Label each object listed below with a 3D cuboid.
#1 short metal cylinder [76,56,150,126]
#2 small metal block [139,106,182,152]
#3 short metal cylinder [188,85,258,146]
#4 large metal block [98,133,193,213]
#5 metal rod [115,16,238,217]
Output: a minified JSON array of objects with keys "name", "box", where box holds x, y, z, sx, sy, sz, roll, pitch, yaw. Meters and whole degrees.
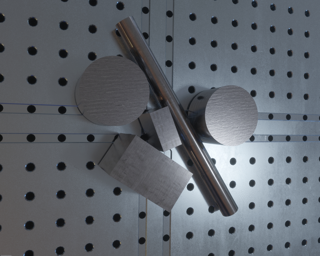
[{"name":"short metal cylinder","box":[-0.059,-0.042,0.374,0.081,0.050,0.079,0,90,-20]},{"name":"small metal block","box":[-0.001,0.001,0.395,0.025,0.050,0.050,-23,98,-19]},{"name":"short metal cylinder","box":[0.086,-0.016,0.427,0.081,0.050,0.079,0,90,-20]},{"name":"large metal block","box":[-0.021,0.050,0.371,0.080,0.080,0.050,36,79,-16]},{"name":"metal rod","box":[0.028,-0.008,0.419,0.025,0.025,0.299,-33,101,-17]}]
